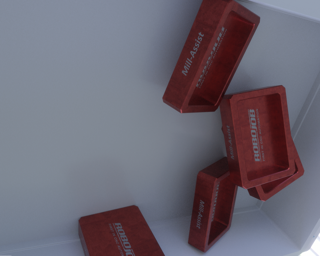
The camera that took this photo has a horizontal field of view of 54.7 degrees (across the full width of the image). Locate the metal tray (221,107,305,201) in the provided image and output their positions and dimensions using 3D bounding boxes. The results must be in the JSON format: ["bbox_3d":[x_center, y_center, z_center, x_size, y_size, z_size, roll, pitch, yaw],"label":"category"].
[{"bbox_3d":[0.161,0.035,0.478,0.091,0.030,0.129,-29,103,-16],"label":"metal tray"}]

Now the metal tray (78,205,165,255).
[{"bbox_3d":[-0.051,0.167,0.417,0.091,0.130,0.030,-7,122,-26],"label":"metal tray"}]

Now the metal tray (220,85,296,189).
[{"bbox_3d":[0.138,0.011,0.436,0.091,0.030,0.129,-12,97,-19],"label":"metal tray"}]

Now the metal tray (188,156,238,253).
[{"bbox_3d":[0.088,0.120,0.493,0.091,0.030,0.129,-17,119,-49],"label":"metal tray"}]

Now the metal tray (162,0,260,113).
[{"bbox_3d":[0.062,-0.082,0.368,0.091,0.030,0.129,-6,124,-53],"label":"metal tray"}]
